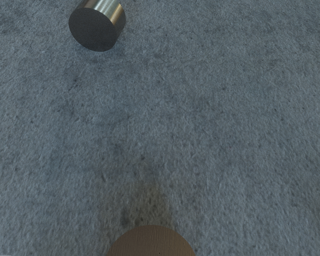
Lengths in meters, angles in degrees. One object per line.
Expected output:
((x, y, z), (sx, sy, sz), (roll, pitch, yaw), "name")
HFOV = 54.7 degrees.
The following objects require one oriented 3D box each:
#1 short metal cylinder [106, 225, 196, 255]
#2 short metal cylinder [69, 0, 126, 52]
((-0.008, 0.134, 0.274), (0.081, 0.050, 0.080), (0, 50, 0), "short metal cylinder")
((-0.103, -0.174, 0.513), (0.080, 0.080, 0.050), (10, 51, 8), "short metal cylinder")
